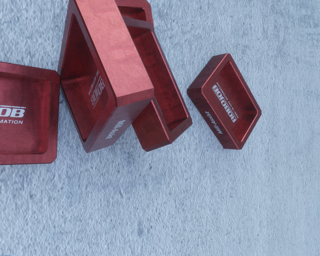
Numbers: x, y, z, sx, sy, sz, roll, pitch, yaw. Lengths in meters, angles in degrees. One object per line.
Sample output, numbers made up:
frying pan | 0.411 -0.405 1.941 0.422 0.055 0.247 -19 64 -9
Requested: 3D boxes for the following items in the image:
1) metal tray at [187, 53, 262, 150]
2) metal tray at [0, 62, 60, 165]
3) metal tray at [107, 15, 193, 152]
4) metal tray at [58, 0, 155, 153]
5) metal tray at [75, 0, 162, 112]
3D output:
metal tray | 0.106 -0.040 0.489 0.130 0.030 0.090 52 60 -27
metal tray | -0.157 -0.013 0.268 0.131 0.030 0.089 3 88 -40
metal tray | -0.013 -0.049 0.330 0.129 0.030 0.090 66 24 -5
metal tray | -0.056 -0.039 0.271 0.030 0.129 0.090 -18 79 -28
metal tray | -0.045 -0.081 0.362 0.091 0.030 0.129 -15 100 -39
